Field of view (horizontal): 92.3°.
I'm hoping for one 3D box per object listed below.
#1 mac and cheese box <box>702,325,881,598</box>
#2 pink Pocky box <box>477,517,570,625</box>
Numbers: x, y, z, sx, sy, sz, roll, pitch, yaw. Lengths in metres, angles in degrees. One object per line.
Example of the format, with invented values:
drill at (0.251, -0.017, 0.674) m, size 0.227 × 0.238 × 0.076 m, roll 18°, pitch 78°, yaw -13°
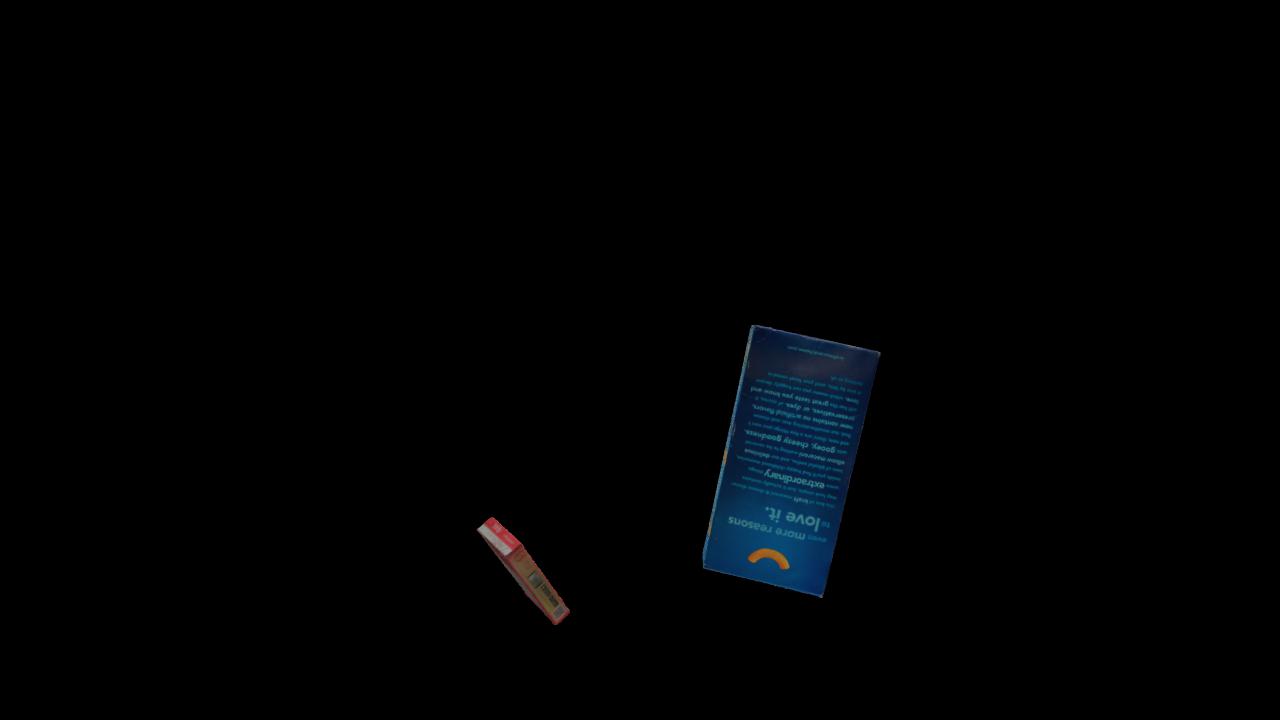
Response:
mac and cheese box at (0.109, 0.073, 0.459) m, size 0.093 × 0.184 × 0.041 m, roll 12°, pitch 5°, yaw 4°
pink Pocky box at (-0.155, 0.283, 0.825) m, size 0.029 × 0.155 × 0.084 m, roll -40°, pitch 35°, yaw -24°
